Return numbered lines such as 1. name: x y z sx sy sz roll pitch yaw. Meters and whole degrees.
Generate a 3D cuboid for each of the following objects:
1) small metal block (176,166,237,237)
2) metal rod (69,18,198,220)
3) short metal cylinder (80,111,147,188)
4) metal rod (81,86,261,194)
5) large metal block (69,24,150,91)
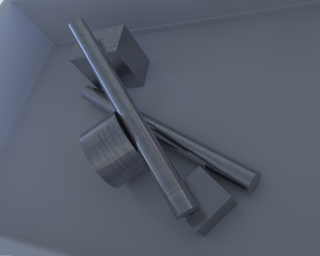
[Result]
1. small metal block: 0.044 0.078 0.332 0.050 0.025 0.050 -44 51 -3
2. metal rod: -0.045 -0.030 0.370 0.025 0.025 0.299 -35 64 5
3. short metal cylinder: -0.051 0.025 0.377 0.050 0.080 0.080 -35 52 5
4. metal rod: -0.009 0.000 0.407 0.300 0.025 0.025 28 77 37
5. large metal block: -0.073 -0.102 0.469 0.080 0.080 0.050 -4 60 26
